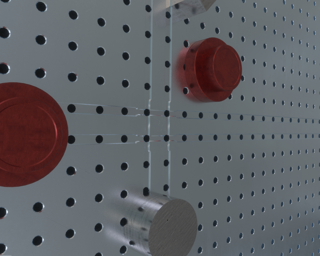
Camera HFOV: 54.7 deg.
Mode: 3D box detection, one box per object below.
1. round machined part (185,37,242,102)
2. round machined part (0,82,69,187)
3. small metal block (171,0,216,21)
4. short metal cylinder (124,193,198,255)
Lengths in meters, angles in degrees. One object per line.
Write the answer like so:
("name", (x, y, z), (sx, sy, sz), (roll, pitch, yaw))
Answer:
("round machined part", (0.087, -0.089, 0.471), (0.099, 0.042, 0.097), (0, 90, -40))
("round machined part", (-0.132, 0.006, 0.288), (0.099, 0.042, 0.097), (0, 90, -40))
("small metal block", (0.052, -0.182, 0.436), (0.050, 0.050, 0.025), (-53, 121, -27))
("short metal cylinder", (0.002, 0.126, 0.394), (0.081, 0.050, 0.080), (0, 90, -40))
